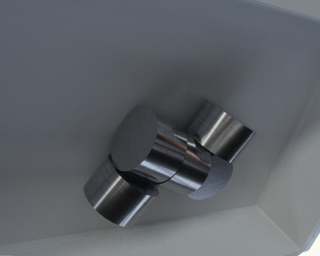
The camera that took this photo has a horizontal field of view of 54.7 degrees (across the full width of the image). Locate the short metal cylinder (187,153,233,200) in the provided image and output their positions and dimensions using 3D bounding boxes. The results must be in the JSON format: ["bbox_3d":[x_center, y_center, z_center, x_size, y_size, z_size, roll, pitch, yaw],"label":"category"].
[{"bbox_3d":[0.061,0.060,0.462,0.081,0.050,0.079,-14,125,-21],"label":"short metal cylinder"}]

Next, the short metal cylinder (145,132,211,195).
[{"bbox_3d":[0.020,0.043,0.411,0.050,0.080,0.080,30,101,-38],"label":"short metal cylinder"}]

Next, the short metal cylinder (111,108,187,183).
[{"bbox_3d":[-0.014,0.022,0.378,0.050,0.080,0.080,29,102,-38],"label":"short metal cylinder"}]

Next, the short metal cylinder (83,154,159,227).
[{"bbox_3d":[-0.048,0.077,0.394,0.080,0.080,0.050,33,100,-39],"label":"short metal cylinder"}]

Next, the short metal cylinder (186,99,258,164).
[{"bbox_3d":[0.084,0.004,0.421,0.080,0.080,0.050,26,104,-37],"label":"short metal cylinder"}]
